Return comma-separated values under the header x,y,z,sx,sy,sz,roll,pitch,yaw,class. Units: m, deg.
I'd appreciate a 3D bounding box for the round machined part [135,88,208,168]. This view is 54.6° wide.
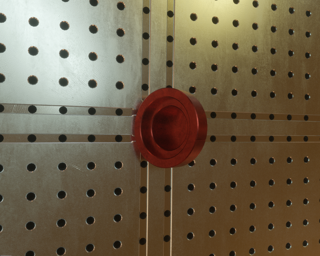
x,y,z,sx,sy,sz,roll,pitch,yaw,class
0.018,0.001,0.390,0.042,0.098,0.097,4,88,-51,round machined part
